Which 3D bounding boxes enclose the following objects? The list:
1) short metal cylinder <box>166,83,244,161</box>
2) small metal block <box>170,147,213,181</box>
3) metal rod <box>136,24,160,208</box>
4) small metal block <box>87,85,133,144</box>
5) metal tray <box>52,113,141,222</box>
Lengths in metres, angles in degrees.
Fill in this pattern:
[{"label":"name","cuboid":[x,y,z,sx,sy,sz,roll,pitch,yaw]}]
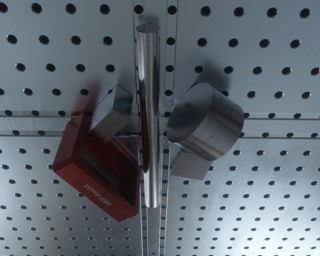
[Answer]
[{"label":"short metal cylinder","cuboid":[0.052,-0.007,0.370,0.050,0.080,0.080,31,123,-24]},{"label":"small metal block","cuboid":[0.046,0.048,0.454,0.050,0.025,0.050,12,129,-10]},{"label":"metal rod","cuboid":[-0.013,0.010,0.419,0.025,0.025,0.298,0,130,0]},{"label":"small metal block","cuboid":[-0.060,-0.017,0.379,0.025,0.050,0.050,34,122,-26]},{"label":"metal tray","cuboid":[-0.076,0.054,0.413,0.030,0.090,0.130,-26,126,20]}]
